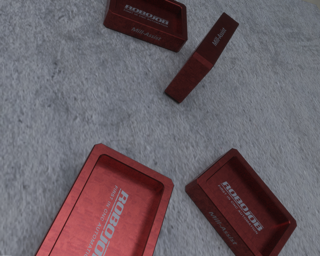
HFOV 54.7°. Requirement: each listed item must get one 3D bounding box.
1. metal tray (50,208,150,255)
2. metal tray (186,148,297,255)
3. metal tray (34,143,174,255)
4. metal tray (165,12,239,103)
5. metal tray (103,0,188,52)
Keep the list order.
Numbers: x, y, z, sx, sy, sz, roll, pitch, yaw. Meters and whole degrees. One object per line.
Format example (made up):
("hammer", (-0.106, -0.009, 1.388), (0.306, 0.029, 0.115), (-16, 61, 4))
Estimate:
("metal tray", (-0.061, 0.148, 0.277), (0.091, 0.030, 0.130), (20, 54, -17))
("metal tray", (0.105, 0.101, 0.397), (0.091, 0.030, 0.130), (-32, 80, -38))
("metal tray", (-0.048, 0.088, 0.282), (0.090, 0.030, 0.130), (29, 52, -10))
("metal tray", (0.063, -0.106, 0.462), (0.030, 0.090, 0.130), (37, 51, -4))
("metal tray", (-0.020, -0.184, 0.503), (0.131, 0.030, 0.090), (14, 56, -21))
